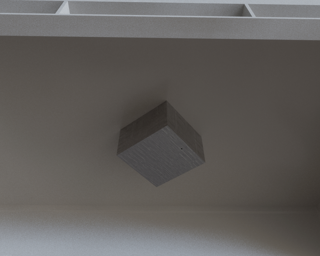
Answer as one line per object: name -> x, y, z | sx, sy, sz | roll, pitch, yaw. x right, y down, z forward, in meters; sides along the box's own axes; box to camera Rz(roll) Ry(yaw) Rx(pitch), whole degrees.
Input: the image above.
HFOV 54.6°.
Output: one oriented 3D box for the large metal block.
large metal block -> 0.002, 0.023, 0.412 | 0.080, 0.050, 0.080 | -31, 124, 23
